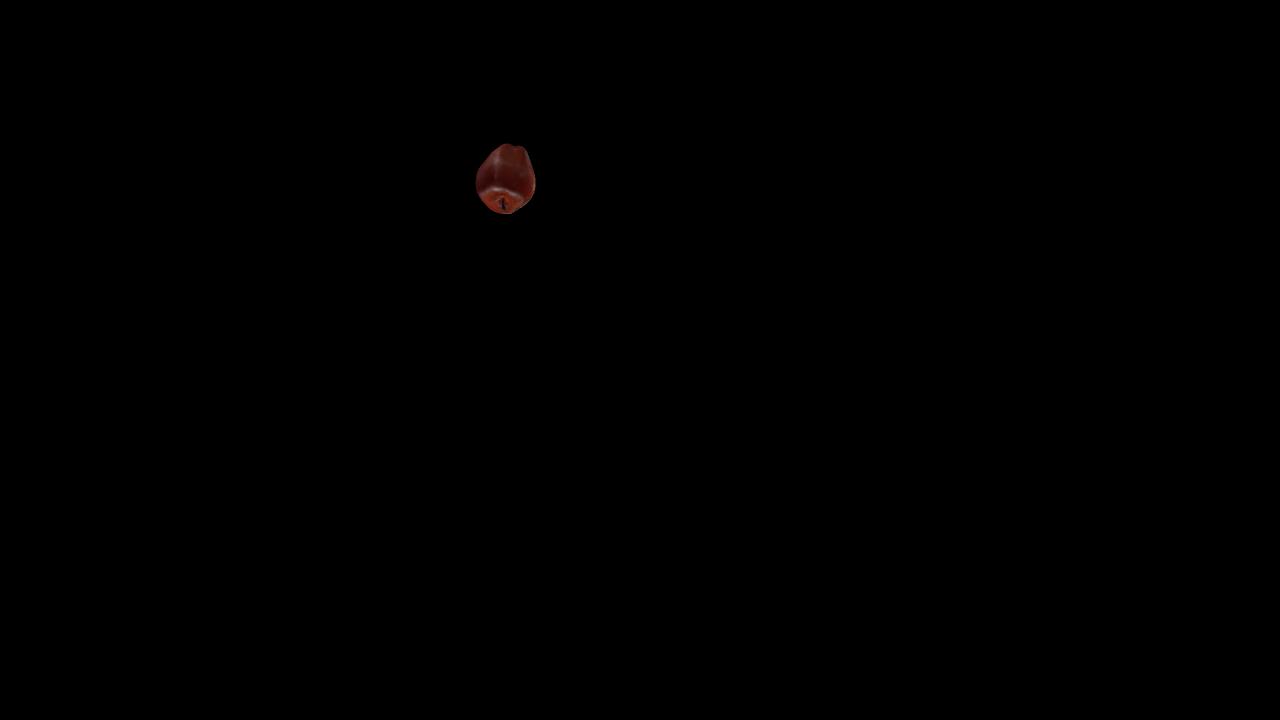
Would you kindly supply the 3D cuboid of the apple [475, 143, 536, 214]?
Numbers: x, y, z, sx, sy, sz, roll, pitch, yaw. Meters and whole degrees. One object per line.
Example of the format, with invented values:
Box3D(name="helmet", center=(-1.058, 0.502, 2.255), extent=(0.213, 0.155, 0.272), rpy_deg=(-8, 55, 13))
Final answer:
Box3D(name="apple", center=(-0.178, -0.240, 0.821), extent=(0.079, 0.093, 0.079), rpy_deg=(4, -21, 2))
